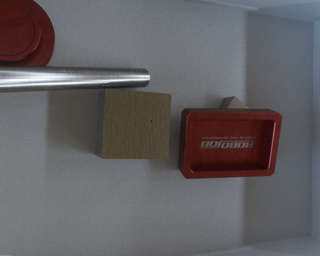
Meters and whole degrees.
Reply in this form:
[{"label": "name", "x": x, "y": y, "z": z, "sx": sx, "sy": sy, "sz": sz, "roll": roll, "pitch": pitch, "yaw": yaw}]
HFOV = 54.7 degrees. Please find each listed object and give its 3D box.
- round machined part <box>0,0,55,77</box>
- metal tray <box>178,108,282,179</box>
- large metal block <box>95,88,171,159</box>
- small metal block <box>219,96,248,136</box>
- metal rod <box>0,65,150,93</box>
[{"label": "round machined part", "x": -0.167, "y": -0.103, "z": 0.340, "sx": 0.099, "sy": 0.042, "sz": 0.097, "roll": 0, "pitch": 90, "yaw": -21}, {"label": "metal tray", "x": 0.094, "y": 0.020, "z": 0.421, "sx": 0.131, "sy": 0.030, "sz": 0.089, "roll": 0, "pitch": 105, "yaw": -11}, {"label": "large metal block", "x": -0.034, "y": -0.004, "z": 0.385, "sx": 0.081, "sy": 0.050, "sz": 0.079, "roll": 3, "pitch": 89, "yaw": -20}, {"label": "small metal block", "x": 0.108, "y": -0.011, "z": 0.452, "sx": 0.050, "sy": 0.025, "sz": 0.050, "roll": 36, "pitch": 78, "yaw": -17}, {"label": "metal rod", "x": -0.128, "y": -0.048, "z": 0.299, "sx": 0.302, "sy": 0.025, "sz": 0.025, "roll": -10, "pitch": 94, "yaw": -45}]
